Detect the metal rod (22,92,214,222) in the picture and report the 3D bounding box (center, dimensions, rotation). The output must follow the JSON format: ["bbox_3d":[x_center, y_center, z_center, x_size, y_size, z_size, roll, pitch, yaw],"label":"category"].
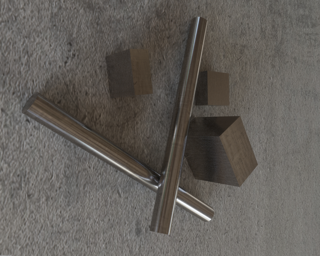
[{"bbox_3d":[-0.027,0.052,0.383,0.301,0.025,0.025,38,67,-34],"label":"metal rod"}]

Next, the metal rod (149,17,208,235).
[{"bbox_3d":[0.029,-0.016,0.410,0.025,0.025,0.299,26,67,-37],"label":"metal rod"}]

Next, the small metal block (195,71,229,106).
[{"bbox_3d":[0.080,-0.059,0.475,0.050,0.025,0.050,-2,92,-40],"label":"small metal block"}]

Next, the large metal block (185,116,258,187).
[{"bbox_3d":[0.080,0.031,0.438,0.050,0.080,0.080,-39,114,-33],"label":"large metal block"}]

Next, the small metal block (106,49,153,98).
[{"bbox_3d":[-0.036,-0.062,0.359,0.025,0.050,0.050,-11,97,-40],"label":"small metal block"}]
